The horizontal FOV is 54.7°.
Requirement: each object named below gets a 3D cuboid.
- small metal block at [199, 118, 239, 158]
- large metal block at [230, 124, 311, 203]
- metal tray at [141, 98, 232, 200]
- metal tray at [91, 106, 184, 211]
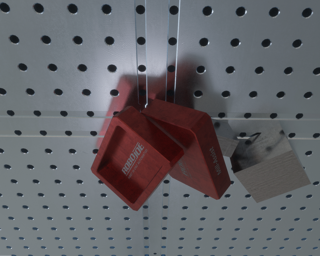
[{"bbox_3d":[0.067,0.009,0.401,0.050,0.050,0.025,15,115,-13],"label":"small metal block"},{"bbox_3d":[0.155,0.053,0.442,0.080,0.050,0.080,-27,125,21],"label":"large metal block"},{"bbox_3d":[0.035,0.028,0.398,0.090,0.030,0.130,20,146,42],"label":"metal tray"},{"bbox_3d":[-0.035,0.044,0.404,0.090,0.030,0.129,40,136,8],"label":"metal tray"}]
